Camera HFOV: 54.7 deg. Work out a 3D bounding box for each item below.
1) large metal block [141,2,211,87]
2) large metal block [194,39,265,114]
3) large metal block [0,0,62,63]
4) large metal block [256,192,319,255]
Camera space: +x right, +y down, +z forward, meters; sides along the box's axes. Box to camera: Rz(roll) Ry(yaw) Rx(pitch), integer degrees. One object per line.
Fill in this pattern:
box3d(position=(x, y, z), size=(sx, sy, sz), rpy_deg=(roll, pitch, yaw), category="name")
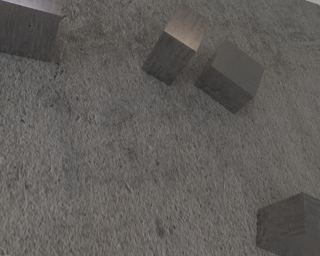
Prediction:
box3d(position=(0.023, -0.122, 0.455), size=(0.050, 0.080, 0.080), rpy_deg=(31, 52, -8), category="large metal block")
box3d(position=(0.113, -0.083, 0.499), size=(0.080, 0.050, 0.080), rpy_deg=(35, 51, -5), category="large metal block")
box3d(position=(-0.162, -0.129, 0.360), size=(0.081, 0.080, 0.050), rpy_deg=(8, 58, -24), category="large metal block")
box3d(position=(0.180, 0.129, 0.386), size=(0.080, 0.080, 0.050), rpy_deg=(25, 53, -13), category="large metal block")
